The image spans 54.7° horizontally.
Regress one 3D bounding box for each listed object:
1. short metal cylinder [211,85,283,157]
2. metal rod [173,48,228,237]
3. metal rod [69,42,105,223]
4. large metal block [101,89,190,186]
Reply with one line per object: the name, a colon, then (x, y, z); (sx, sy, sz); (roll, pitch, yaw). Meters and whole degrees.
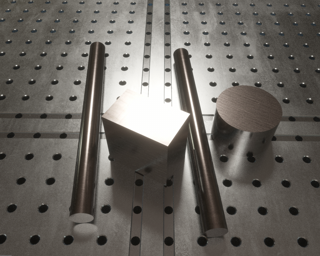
short metal cylinder: (0.110, -0.010, 0.401); (0.081, 0.050, 0.080); (0, 50, 0)
metal rod: (0.046, -0.007, 0.413); (0.025, 0.025, 0.300); (-3, 50, -3)
metal rod: (-0.093, -0.019, 0.422); (0.025, 0.025, 0.300); (-3, 50, -3)
large metal block: (-0.015, 0.012, 0.362); (0.080, 0.080, 0.050); (23, 54, 18)
